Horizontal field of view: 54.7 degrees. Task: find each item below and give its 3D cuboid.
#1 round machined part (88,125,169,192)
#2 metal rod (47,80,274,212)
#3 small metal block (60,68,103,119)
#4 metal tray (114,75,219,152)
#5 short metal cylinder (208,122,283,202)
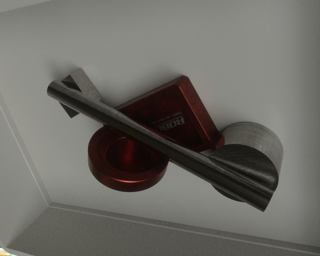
[{"bbox_3d":[-0.040,0.039,0.386,0.098,0.098,0.042,25,135,12],"label":"round machined part"},{"bbox_3d":[-0.015,0.011,0.367,0.301,0.025,0.025,27,128,19],"label":"metal rod"},{"bbox_3d":[-0.119,-0.048,0.437,0.050,0.025,0.050,-24,106,36],"label":"small metal block"},{"bbox_3d":[-0.002,-0.002,0.401,0.130,0.030,0.090,-21,108,35],"label":"metal tray"},{"bbox_3d":[0.099,0.040,0.362,0.080,0.050,0.079,13,124,20],"label":"short metal cylinder"}]
